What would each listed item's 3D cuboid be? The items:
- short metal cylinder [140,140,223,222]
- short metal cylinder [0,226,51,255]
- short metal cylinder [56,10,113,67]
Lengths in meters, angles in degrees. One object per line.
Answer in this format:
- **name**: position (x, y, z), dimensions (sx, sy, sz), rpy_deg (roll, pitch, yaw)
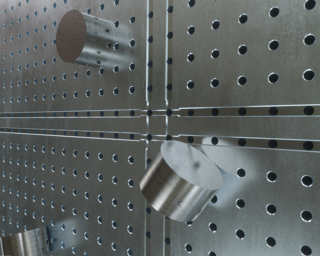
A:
- **short metal cylinder**: position (0.024, 0.059, 0.354), dimensions (0.080, 0.081, 0.050), rpy_deg (46, 118, 30)
- **short metal cylinder**: position (-0.252, 0.221, 0.582), dimensions (0.080, 0.081, 0.050), rpy_deg (-24, 75, 37)
- **short metal cylinder**: position (-0.121, -0.141, 0.493), dimensions (0.080, 0.050, 0.079), rpy_deg (0, 90, 40)
